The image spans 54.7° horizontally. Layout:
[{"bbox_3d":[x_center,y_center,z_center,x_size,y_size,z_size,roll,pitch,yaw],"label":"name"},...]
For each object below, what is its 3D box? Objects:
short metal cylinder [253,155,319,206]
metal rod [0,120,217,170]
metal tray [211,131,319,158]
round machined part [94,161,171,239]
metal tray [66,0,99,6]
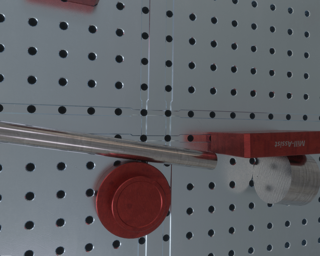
[{"bbox_3d":[0.182,0.071,0.451,0.050,0.080,0.080,9,87,-20],"label":"short metal cylinder"},{"bbox_3d":[-0.065,0.023,0.388,0.302,0.025,0.025,10,87,-20],"label":"metal rod"},{"bbox_3d":[0.149,0.020,0.433,0.131,0.090,0.030,-1,91,-20],"label":"metal tray"},{"bbox_3d":[-0.031,0.092,0.393,0.099,0.042,0.097,0,90,-20],"label":"round machined part"},{"bbox_3d":[-0.112,-0.222,0.368,0.091,0.030,0.129,4,89,-20],"label":"metal tray"}]
